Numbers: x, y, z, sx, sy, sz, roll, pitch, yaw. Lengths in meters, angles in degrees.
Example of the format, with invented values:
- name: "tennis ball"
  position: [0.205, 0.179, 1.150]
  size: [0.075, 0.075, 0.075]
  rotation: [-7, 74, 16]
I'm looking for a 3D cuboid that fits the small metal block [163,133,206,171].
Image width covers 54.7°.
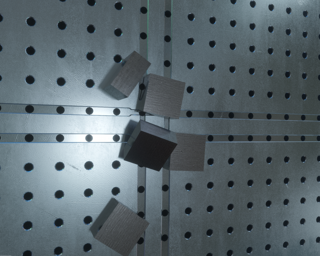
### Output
- name: "small metal block"
  position: [0.033, 0.033, 0.426]
  size: [0.050, 0.025, 0.050]
  rotation: [5, 88, -21]

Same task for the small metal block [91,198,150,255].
- name: "small metal block"
  position: [-0.050, 0.127, 0.395]
  size: [0.050, 0.025, 0.050]
  rotation: [39, 77, -16]

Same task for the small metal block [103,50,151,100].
- name: "small metal block"
  position: [-0.042, -0.063, 0.384]
  size: [0.025, 0.050, 0.050]
  rotation: [36, 78, -17]

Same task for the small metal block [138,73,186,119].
- name: "small metal block"
  position: [0.002, -0.041, 0.414]
  size: [0.050, 0.025, 0.050]
  rotation: [12, 86, -20]

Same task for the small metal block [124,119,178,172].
- name: "small metal block"
  position: [-0.013, 0.023, 0.396]
  size: [0.050, 0.025, 0.050]
  rotation: [21, 119, -19]
